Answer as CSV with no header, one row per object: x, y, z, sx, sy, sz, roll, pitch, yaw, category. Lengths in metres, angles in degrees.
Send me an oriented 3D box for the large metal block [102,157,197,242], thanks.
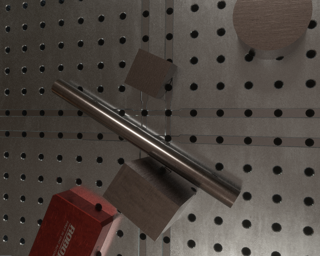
-0.010,0.082,0.386,0.080,0.080,0.050,36,102,16,large metal block

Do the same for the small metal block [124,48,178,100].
-0.012,-0.072,0.416,0.050,0.025,0.050,28,99,17,small metal block

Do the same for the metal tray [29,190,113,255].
-0.136,0.170,0.456,0.090,0.030,0.129,26,98,17,metal tray

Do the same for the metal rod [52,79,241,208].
-0.030,0.013,0.422,0.300,0.025,0.025,32,100,16,metal rod

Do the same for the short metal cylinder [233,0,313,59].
0.127,-0.123,0.354,0.080,0.050,0.079,0,90,19,short metal cylinder
